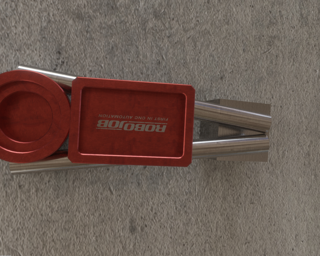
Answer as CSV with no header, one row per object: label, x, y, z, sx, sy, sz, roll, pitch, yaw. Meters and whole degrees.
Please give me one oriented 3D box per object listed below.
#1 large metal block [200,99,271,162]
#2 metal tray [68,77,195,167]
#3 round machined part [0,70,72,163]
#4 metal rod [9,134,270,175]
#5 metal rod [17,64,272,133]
large metal block,0.104,0.004,0.435,0.081,0.050,0.080,4,89,-20
metal tray,-0.030,-0.005,0.342,0.131,0.030,0.089,3,89,-8
round machined part,-0.146,-0.012,0.342,0.099,0.042,0.097,0,90,-10
metal rod,-0.017,0.030,0.371,0.302,0.025,0.025,-4,92,-8
metal rod,-0.012,-0.033,0.372,0.302,0.025,0.025,11,86,-7
